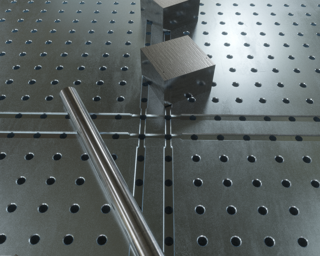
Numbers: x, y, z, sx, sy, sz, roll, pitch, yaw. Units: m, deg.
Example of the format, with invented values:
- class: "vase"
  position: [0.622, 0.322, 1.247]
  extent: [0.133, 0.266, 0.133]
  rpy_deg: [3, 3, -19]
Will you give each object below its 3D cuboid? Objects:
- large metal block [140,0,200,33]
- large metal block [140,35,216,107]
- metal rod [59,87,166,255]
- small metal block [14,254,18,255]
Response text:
- class: "large metal block"
  position: [0.018, -0.232, 0.587]
  extent: [0.081, 0.050, 0.080]
  rpy_deg: [-26, 55, -21]
- class: "large metal block"
  position: [0.024, -0.088, 0.466]
  extent: [0.081, 0.050, 0.080]
  rpy_deg: [-20, 53, -17]
- class: "metal rod"
  position: [-0.061, 0.052, 0.363]
  extent: [0.025, 0.025, 0.300]
  rpy_deg: [-23, 54, -18]
- class: "small metal block"
  position: [-0.126, 0.152, 0.278]
  extent: [0.050, 0.025, 0.050]
  rpy_deg: [24, 54, 18]
